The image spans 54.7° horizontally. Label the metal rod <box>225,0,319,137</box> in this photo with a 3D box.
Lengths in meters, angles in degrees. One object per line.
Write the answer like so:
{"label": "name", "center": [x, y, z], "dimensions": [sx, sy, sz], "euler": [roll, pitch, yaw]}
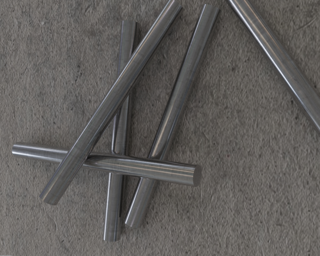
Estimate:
{"label": "metal rod", "center": [0.131, -0.094, 0.362], "dimensions": [0.025, 0.025, 0.299], "euler": [-34, 79, 17]}

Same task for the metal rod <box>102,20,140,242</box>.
{"label": "metal rod", "center": [-0.054, 0.005, 0.427], "dimensions": [0.025, 0.025, 0.298], "euler": [6, 92, 20]}

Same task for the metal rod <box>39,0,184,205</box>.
{"label": "metal rod", "center": [-0.061, -0.034, 0.399], "dimensions": [0.025, 0.025, 0.299], "euler": [33, 89, 17]}

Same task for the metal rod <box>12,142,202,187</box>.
{"label": "metal rod", "center": [-0.090, 0.044, 0.417], "dimensions": [0.300, 0.025, 0.025], "euler": [4, 92, 28]}

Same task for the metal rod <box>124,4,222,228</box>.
{"label": "metal rod", "center": [0.014, -0.010, 0.403], "dimensions": [0.025, 0.025, 0.298], "euler": [22, 97, 18]}
